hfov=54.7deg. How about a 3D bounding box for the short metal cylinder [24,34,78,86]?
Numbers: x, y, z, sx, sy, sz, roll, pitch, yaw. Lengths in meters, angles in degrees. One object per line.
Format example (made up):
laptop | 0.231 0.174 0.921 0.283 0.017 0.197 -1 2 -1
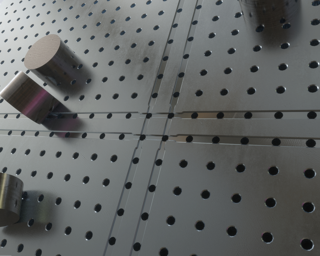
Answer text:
short metal cylinder | -0.200 -0.125 0.571 0.080 0.050 0.080 -13 56 20

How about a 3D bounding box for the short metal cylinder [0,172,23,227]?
short metal cylinder | -0.237 0.102 0.432 0.080 0.080 0.050 -20 54 16

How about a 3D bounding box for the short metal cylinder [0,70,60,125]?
short metal cylinder | -0.214 -0.050 0.514 0.080 0.080 0.050 33 80 38

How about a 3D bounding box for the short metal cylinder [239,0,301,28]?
short metal cylinder | 0.150 -0.186 0.427 0.080 0.050 0.080 -13 56 20
